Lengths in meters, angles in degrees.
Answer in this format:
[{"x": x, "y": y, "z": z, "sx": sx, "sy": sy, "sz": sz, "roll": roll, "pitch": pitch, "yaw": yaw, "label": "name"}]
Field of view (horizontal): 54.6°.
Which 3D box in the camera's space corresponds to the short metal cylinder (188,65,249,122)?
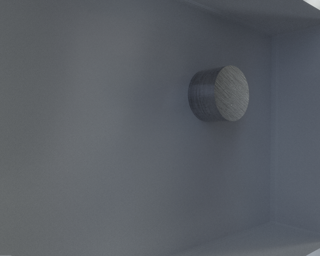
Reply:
[{"x": 0.088, "y": -0.050, "z": 0.463, "sx": 0.081, "sy": 0.050, "sz": 0.080, "roll": 0, "pitch": 90, "yaw": -40, "label": "short metal cylinder"}]
